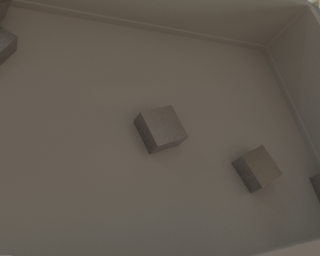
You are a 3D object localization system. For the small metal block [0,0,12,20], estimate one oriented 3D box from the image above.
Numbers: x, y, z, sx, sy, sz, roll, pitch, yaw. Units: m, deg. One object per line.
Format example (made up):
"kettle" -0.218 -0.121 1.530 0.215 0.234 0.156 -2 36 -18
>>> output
"small metal block" -0.209 -0.148 0.357 0.050 0.025 0.050 27 20 -19

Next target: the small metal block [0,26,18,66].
"small metal block" -0.202 -0.096 0.355 0.050 0.025 0.050 31 52 -9

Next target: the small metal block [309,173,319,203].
"small metal block" 0.268 0.092 0.478 0.025 0.050 0.050 1 62 -28

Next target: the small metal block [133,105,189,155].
"small metal block" 0.001 0.001 0.405 0.050 0.025 0.050 -15 70 -34

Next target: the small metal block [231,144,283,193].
"small metal block" 0.139 0.058 0.445 0.050 0.025 0.050 -21 73 -36
